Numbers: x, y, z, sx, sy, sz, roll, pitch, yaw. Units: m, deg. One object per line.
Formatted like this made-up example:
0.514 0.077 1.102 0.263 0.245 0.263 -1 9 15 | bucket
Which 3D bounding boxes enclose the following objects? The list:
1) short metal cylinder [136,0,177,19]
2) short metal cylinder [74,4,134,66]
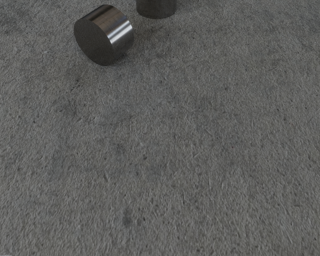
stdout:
-0.007 -0.256 0.602 0.080 0.050 0.080 0 50 0 | short metal cylinder
-0.088 -0.146 0.489 0.080 0.080 0.050 27 55 21 | short metal cylinder
